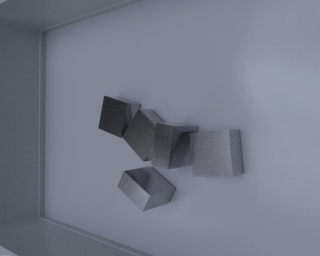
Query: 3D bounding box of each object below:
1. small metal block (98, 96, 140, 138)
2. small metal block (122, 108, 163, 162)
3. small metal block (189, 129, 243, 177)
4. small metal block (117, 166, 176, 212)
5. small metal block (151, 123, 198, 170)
[{"bbox_3d":[-0.060,-0.017,0.451,0.050,0.025,0.050,20,102,38],"label":"small metal block"},{"bbox_3d":[-0.017,0.009,0.415,0.050,0.025,0.050,46,117,30],"label":"small metal block"},{"bbox_3d":[0.063,0.029,0.350,0.050,0.025,0.050,-7,86,39],"label":"small metal block"},{"bbox_3d":[-0.017,0.077,0.400,0.050,0.050,0.025,37,114,33],"label":"small metal block"},{"bbox_3d":[0.018,0.020,0.372,0.025,0.050,0.050,12,98,38],"label":"small metal block"}]
